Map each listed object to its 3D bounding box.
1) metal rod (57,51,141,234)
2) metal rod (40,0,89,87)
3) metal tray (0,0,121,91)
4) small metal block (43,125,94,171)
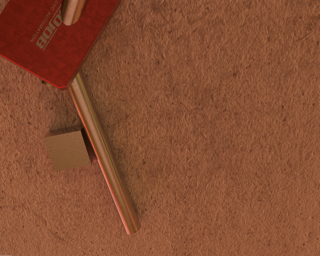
[{"bbox_3d":[-0.083,0.017,0.414,0.025,0.025,0.298,-16,110,5],"label":"metal rod"},{"bbox_3d":[-0.068,-0.178,0.307,0.025,0.025,0.298,22,112,-8],"label":"metal rod"},{"bbox_3d":[-0.111,-0.118,0.337,0.090,0.030,0.130,30,84,-11],"label":"metal tray"},{"bbox_3d":[-0.121,0.026,0.418,0.050,0.025,0.050,-11,110,3],"label":"small metal block"}]
